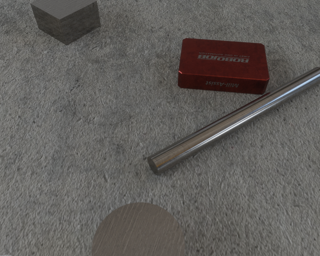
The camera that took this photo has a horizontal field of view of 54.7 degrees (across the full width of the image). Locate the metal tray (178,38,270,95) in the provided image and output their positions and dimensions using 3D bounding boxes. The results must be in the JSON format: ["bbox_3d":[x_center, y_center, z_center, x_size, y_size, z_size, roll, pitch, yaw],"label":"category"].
[{"bbox_3d":[0.097,-0.098,0.483,0.131,0.030,0.090,5,50,4],"label":"metal tray"}]

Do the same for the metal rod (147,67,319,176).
[{"bbox_3d":[0.117,-0.018,0.419,0.302,0.025,0.025,-27,55,-21],"label":"metal rod"}]

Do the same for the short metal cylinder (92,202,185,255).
[{"bbox_3d":[-0.019,0.117,0.288,0.081,0.050,0.080,0,50,0],"label":"short metal cylinder"}]

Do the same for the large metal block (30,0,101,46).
[{"bbox_3d":[-0.167,-0.203,0.556,0.080,0.050,0.080,33,57,24],"label":"large metal block"}]
